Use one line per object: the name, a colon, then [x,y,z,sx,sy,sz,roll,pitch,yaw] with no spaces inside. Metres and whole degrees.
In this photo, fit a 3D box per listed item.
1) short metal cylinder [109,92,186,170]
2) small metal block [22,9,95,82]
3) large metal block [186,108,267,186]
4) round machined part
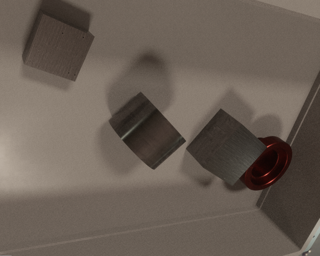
short metal cylinder: [-0.015,0.003,0.368,0.050,0.080,0.080,-42,130,1]
small metal block: [-0.100,-0.080,0.305,0.050,0.025,0.050,17,109,-35]
large metal block: [0.101,0.030,0.469,0.080,0.050,0.080,34,99,-39]
round machined part: [0.172,0.055,0.529,0.099,0.042,0.097,-14,125,-21]
